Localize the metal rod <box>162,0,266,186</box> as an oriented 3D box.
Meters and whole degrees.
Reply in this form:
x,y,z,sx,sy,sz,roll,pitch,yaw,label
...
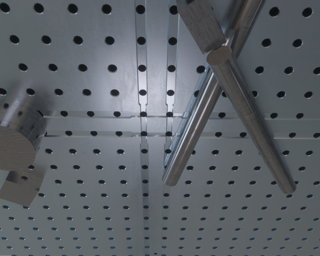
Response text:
x,y,z,sx,sy,sz,roll,pitch,yaw,label
0.055,-0.029,0.387,0.025,0.025,0.298,12,129,-10,metal rod

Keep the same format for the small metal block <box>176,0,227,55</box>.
x,y,z,sx,sy,sz,roll,pitch,yaw,label
0.039,-0.109,0.303,0.025,0.050,0.050,-26,126,20,small metal block

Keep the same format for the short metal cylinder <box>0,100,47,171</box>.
x,y,z,sx,sy,sz,roll,pitch,yaw,label
-0.196,0.010,0.402,0.081,0.050,0.079,0,130,0,short metal cylinder

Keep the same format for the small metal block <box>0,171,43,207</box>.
x,y,z,sx,sy,sz,roll,pitch,yaw,label
-0.221,0.095,0.490,0.050,0.025,0.050,26,125,-21,small metal block

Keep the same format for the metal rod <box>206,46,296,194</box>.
x,y,z,sx,sy,sz,roll,pitch,yaw,label
0.130,0.013,0.392,0.025,0.025,0.300,-24,136,19,metal rod
